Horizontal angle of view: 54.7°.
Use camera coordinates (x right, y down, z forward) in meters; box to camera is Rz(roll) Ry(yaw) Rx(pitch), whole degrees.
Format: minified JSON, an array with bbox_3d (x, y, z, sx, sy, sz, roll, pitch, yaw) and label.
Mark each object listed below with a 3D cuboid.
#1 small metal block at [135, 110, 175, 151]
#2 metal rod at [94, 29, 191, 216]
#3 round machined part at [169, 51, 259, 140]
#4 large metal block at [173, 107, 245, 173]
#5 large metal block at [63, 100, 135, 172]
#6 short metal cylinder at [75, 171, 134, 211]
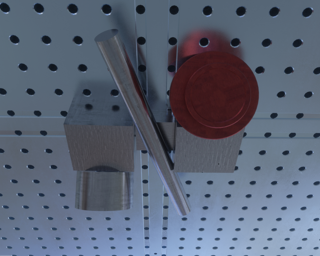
[{"bbox_3d":[-0.006,0.004,0.415,0.050,0.025,0.050,0,130,-1],"label":"small metal block"},{"bbox_3d":[-0.008,0.018,0.393,0.025,0.025,0.299,-14,129,11],"label":"metal rod"},{"bbox_3d":[0.060,-0.035,0.339,0.099,0.042,0.097,0,95,-1],"label":"round machined part"},{"bbox_3d":[0.059,0.013,0.408,0.081,0.050,0.079,1,130,-1],"label":"large metal block"},{"bbox_3d":[-0.073,0.011,0.405,0.081,0.050,0.079,1,130,-2],"label":"large metal block"},{"bbox_3d":[-0.078,0.087,0.440,0.081,0.050,0.080,1,173,0],"label":"short metal cylinder"}]
